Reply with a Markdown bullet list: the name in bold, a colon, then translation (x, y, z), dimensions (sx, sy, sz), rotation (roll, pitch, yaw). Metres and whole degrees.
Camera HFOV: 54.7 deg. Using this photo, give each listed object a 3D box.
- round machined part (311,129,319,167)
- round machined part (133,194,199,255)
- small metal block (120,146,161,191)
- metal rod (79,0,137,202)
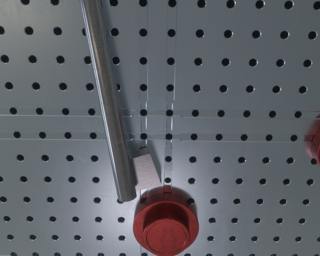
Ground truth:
- **round machined part**: translation (0.263, 0.029, 0.417), dimensions (0.099, 0.042, 0.097), rotation (0, 110, 0)
- **round machined part**: translation (0.009, 0.150, 0.460), dimensions (0.099, 0.042, 0.097), rotation (0, 110, 0)
- **small metal block**: translation (-0.030, 0.059, 0.435), dimensions (0.050, 0.025, 0.050), rotation (-17, 110, 6)
- **metal rod**: translation (-0.065, -0.050, 0.378), dimensions (0.025, 0.025, 0.298), rotation (-8, 104, 3)
